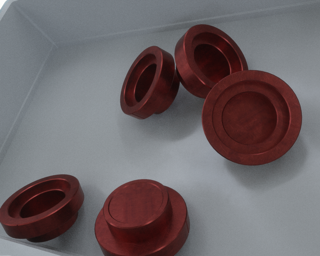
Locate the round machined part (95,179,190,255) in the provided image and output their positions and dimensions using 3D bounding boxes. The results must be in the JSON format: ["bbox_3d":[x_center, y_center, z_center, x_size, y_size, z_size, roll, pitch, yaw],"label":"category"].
[{"bbox_3d":[-0.020,0.091,0.323,0.098,0.042,0.098,-9,31,6],"label":"round machined part"}]

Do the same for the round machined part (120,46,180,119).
[{"bbox_3d":[-0.010,-0.057,0.418,0.098,0.042,0.098,-34,45,43],"label":"round machined part"}]

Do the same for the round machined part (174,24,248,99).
[{"bbox_3d":[0.059,-0.076,0.387,0.042,0.099,0.098,-36,40,53],"label":"round machined part"}]

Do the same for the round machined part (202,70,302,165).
[{"bbox_3d":[0.095,-0.010,0.333,0.098,0.042,0.097,-1,86,9],"label":"round machined part"}]

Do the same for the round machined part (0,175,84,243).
[{"bbox_3d":[-0.142,0.103,0.387,0.098,0.042,0.098,-12,23,5],"label":"round machined part"}]
